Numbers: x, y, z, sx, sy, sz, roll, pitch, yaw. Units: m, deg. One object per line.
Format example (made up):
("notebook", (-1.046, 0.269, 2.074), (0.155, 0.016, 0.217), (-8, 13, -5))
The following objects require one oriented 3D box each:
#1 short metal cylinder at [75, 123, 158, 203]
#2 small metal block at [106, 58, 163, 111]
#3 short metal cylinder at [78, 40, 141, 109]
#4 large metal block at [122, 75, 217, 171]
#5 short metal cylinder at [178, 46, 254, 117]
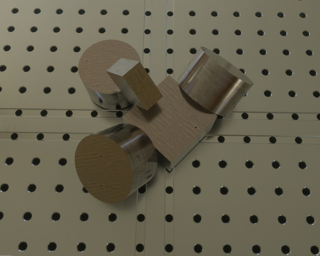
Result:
("short metal cylinder", (-0.050, 0.039, 0.358), (0.080, 0.050, 0.079), (9, 108, 28))
("small metal block", (-0.030, -0.052, 0.361), (0.025, 0.050, 0.050), (-43, 32, -12))
("short metal cylinder", (-0.064, -0.072, 0.421), (0.081, 0.050, 0.080), (0, 70, 0))
("large metal block", (0.012, -0.005, 0.394), (0.080, 0.050, 0.080), (43, 75, 14))
("short metal cylinder", (0.070, -0.059, 0.393), (0.080, 0.080, 0.050), (41, 114, 13))
